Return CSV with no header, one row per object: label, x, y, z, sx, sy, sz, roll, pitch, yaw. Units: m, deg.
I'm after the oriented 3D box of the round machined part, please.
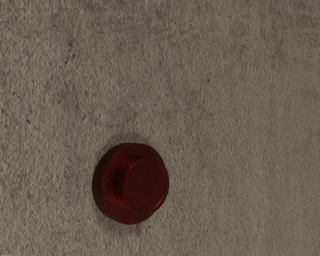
round machined part,-0.027,0.067,0.373,0.099,0.042,0.097,0,90,-40
